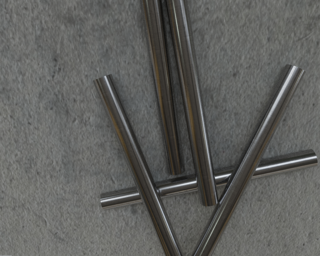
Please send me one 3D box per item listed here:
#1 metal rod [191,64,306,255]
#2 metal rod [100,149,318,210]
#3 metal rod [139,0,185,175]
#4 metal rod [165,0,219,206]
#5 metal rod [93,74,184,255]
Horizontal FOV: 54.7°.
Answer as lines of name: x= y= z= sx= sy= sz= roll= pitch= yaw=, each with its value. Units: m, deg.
metal rod: x=0.109 y=0.060 z=0.408 sx=0.025 sy=0.025 sz=0.298 roll=23 pitch=99 yaw=-9
metal rod: x=0.065 y=0.074 z=0.438 sx=0.302 sy=0.025 sz=0.025 roll=-13 pitch=110 yaw=4
metal rod: x=0.000 y=-0.079 z=0.380 sx=0.025 sy=0.025 sz=0.298 roll=-8 pitch=110 yaw=3
metal rod: x=0.039 y=-0.042 z=0.380 sx=0.025 sy=0.025 sz=0.298 roll=-10 pitch=105 yaw=3
metal rod: x=-0.020 y=0.074 z=0.413 sx=0.025 sy=0.025 sz=0.298 roll=-20 pitch=100 yaw=7
